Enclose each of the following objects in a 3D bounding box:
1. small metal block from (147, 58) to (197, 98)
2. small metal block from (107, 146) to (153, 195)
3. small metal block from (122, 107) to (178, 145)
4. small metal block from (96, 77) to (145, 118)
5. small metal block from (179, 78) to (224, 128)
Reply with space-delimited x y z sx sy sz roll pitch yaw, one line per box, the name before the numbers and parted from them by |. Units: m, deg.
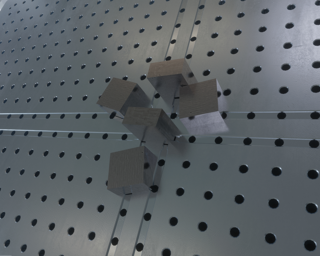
small metal block | 0.018 -0.067 0.425 0.050 0.050 0.025 -3 61 27
small metal block | -0.037 0.055 0.395 0.050 0.025 0.050 -13 56 21
small metal block | -0.012 -0.003 0.401 0.050 0.050 0.025 5 64 30
small metal block | -0.060 -0.045 0.469 0.050 0.025 0.050 19 72 35
small metal block | 0.053 -0.032 0.401 0.050 0.025 0.050 -11 57 22
